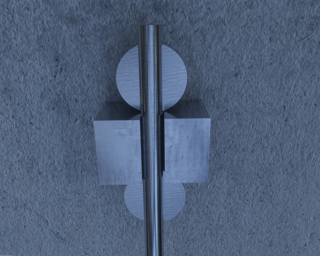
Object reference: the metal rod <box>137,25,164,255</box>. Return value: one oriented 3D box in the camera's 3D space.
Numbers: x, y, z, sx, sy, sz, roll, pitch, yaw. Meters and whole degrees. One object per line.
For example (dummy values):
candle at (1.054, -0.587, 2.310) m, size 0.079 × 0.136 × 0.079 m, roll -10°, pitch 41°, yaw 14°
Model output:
metal rod at (-0.009, 0.034, 0.369) m, size 0.025 × 0.025 × 0.298 m, roll -1°, pitch 110°, yaw 0°

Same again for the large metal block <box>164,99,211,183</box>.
large metal block at (0.030, 0.013, 0.387) m, size 0.050 × 0.080 × 0.079 m, roll -1°, pitch 110°, yaw 0°

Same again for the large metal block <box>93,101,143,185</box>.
large metal block at (-0.047, 0.015, 0.387) m, size 0.050 × 0.080 × 0.079 m, roll -1°, pitch 110°, yaw 0°

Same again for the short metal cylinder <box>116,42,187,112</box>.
short metal cylinder at (-0.009, -0.064, 0.374) m, size 0.081 × 0.050 × 0.079 m, roll 0°, pitch 110°, yaw 0°

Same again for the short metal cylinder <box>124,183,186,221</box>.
short metal cylinder at (-0.007, 0.082, 0.428) m, size 0.081 × 0.050 × 0.079 m, roll 0°, pitch 110°, yaw 0°
